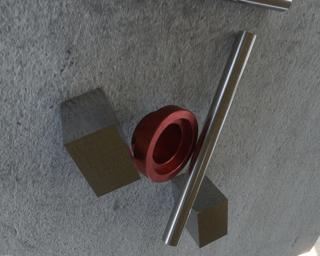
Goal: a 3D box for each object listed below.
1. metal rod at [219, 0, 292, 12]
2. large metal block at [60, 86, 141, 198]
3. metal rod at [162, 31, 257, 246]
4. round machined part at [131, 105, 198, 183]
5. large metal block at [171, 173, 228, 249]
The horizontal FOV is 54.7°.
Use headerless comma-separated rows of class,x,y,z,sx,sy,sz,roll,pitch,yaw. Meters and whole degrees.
metal rod,0.025,-0.155,0.325,0.303,0.025,0.025,-3,120,-28
large metal block,-0.066,0.014,0.340,0.050,0.080,0.080,-23,128,-4
metal rod,0.063,0.019,0.416,0.025,0.025,0.298,14,99,-34
round machined part,0.002,0.017,0.395,0.099,0.042,0.097,-28,130,-38
large metal block,0.061,0.122,0.482,0.050,0.080,0.079,-20,127,-17
